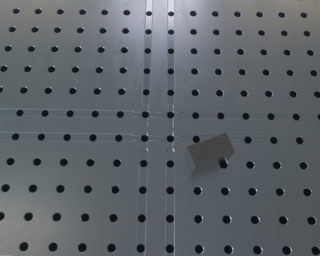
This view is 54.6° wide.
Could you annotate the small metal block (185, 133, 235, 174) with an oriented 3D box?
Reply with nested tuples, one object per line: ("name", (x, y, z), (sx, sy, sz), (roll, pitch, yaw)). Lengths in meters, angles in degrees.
("small metal block", (0.060, 0.033, 0.387), (0.050, 0.050, 0.025), (-19, 71, -7))
